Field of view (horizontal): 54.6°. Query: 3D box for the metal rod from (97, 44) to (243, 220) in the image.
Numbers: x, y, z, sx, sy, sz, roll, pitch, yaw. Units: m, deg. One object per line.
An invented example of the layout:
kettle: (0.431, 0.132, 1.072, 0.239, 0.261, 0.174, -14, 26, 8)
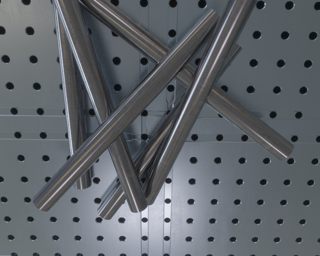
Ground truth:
metal rod: (0.004, 0.011, 0.417, 0.025, 0.025, 0.299, 33, 107, -12)

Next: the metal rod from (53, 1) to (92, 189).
metal rod: (-0.111, -0.059, 0.390, 0.025, 0.025, 0.298, 0, 110, 0)

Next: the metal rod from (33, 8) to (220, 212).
metal rod: (-0.043, -0.013, 0.354, 0.025, 0.025, 0.299, 42, 101, -14)

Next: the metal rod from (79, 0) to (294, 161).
metal rod: (0.034, -0.061, 0.367, 0.300, 0.025, 0.025, 37, 106, -4)

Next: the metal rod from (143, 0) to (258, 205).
metal rod: (0.029, -0.009, 0.367, 0.025, 0.025, 0.298, 19, 125, -7)

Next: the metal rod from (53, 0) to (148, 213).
metal rod: (-0.069, -0.027, 0.375, 0.025, 0.025, 0.299, -15, 110, 5)
